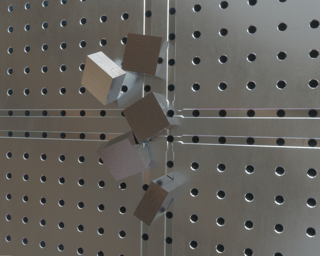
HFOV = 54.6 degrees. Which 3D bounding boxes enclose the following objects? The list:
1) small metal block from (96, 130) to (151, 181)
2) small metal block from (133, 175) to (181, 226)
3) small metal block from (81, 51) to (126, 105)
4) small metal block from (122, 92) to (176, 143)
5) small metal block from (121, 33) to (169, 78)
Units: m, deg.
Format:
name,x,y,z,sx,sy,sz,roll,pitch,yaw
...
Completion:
name,x,y,z,sx,sy,sz,roll,pitch,yaw
small metal block,-0.048,0.038,0.419,0.050,0.025,0.050,-24,107,20
small metal block,-0.003,0.092,0.401,0.025,0.050,0.050,31,100,17
small metal block,-0.079,-0.069,0.429,0.050,0.025,0.050,42,135,15
small metal block,-0.015,-0.014,0.418,0.050,0.025,0.050,-31,80,17
small metal block,-0.020,-0.098,0.420,0.050,0.025,0.050,13,94,19
